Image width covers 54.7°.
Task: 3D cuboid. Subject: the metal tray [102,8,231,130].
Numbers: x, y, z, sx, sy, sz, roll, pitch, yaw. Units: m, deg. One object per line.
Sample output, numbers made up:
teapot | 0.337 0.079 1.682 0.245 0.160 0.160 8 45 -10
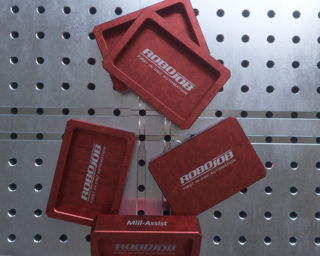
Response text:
metal tray | 0.008 -0.070 0.380 0.130 0.030 0.090 38 90 -1

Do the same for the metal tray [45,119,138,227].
metal tray | -0.088 0.060 0.409 0.091 0.030 0.129 13 90 -1

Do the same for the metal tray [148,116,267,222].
metal tray | 0.061 0.053 0.412 0.130 0.030 0.090 -30 90 -1

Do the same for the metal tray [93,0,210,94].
metal tray | -0.011 -0.110 0.410 0.131 0.030 0.090 -21 90 -1

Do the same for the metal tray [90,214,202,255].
metal tray | -0.018 0.155 0.390 0.131 0.030 0.089 2 114 -4
